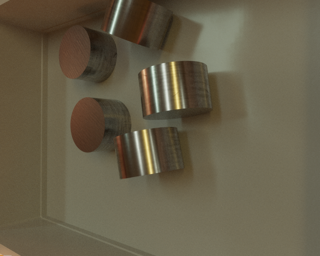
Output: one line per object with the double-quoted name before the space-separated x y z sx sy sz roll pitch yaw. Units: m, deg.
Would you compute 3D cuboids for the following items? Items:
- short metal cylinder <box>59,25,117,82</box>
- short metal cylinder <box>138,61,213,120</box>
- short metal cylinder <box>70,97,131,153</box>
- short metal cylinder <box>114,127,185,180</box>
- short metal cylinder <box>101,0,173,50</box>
"short metal cylinder" -0.113 -0.114 0.484 0.080 0.050 0.080 0 90 40
"short metal cylinder" 0.018 -0.040 0.357 0.080 0.081 0.050 -11 83 39
"short metal cylinder" -0.089 -0.005 0.464 0.080 0.050 0.080 0 90 40
"short metal cylinder" -0.014 0.032 0.382 0.080 0.081 0.050 -17 80 39
"short metal cylinder" -0.029 -0.137 0.395 0.080 0.081 0.050 33 111 35
